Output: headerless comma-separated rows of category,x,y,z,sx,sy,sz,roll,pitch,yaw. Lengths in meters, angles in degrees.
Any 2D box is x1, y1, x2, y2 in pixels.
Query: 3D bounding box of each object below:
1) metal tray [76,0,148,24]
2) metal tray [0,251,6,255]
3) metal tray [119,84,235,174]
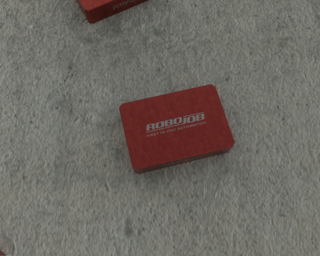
metal tray,-0.072,-0.230,0.489,0.131,0.030,0.090,-27,72,-10
metal tray,-0.251,0.174,0.338,0.090,0.030,0.130,32,73,11
metal tray,0.020,0.000,0.406,0.131,0.030,0.090,-13,71,-5
